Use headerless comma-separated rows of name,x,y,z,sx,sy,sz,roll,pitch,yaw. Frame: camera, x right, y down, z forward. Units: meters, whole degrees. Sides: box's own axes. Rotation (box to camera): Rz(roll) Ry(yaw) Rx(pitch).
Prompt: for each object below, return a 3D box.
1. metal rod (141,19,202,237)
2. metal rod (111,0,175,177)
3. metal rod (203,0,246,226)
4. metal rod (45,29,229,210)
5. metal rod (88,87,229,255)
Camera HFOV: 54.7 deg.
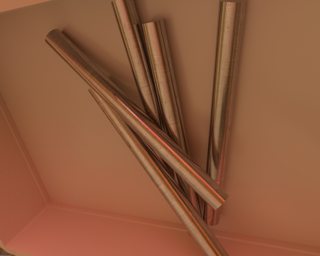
metal rod,0.022,0.017,0.396,0.025,0.025,0.298,0,115,28
metal rod,-0.004,-0.012,0.402,0.025,0.025,0.298,-2,118,29
metal rod,0.072,0.005,0.373,0.025,0.025,0.298,12,124,21
metal rod,-0.034,-0.017,0.384,0.300,0.025,0.025,44,129,9
metal rod,0.001,0.064,0.407,0.025,0.025,0.299,-39,85,38
